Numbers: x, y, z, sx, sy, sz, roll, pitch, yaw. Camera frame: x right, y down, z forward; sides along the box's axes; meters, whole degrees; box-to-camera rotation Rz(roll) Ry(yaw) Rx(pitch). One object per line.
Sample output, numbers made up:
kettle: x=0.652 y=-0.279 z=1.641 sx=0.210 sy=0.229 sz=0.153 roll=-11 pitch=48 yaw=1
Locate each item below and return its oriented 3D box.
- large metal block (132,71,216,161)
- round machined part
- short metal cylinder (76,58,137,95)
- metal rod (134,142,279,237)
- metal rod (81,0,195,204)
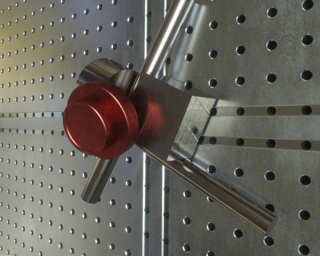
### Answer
large metal block: x=0.009 y=-0.016 z=0.380 sx=0.080 sy=0.050 sz=0.079 roll=32 pitch=110 yaw=35
round machined part: x=-0.078 y=-0.005 z=0.375 sx=0.098 sy=0.042 sz=0.097 roll=13 pitch=116 yaw=28
short metal cylinder: x=-0.067 y=-0.050 z=0.426 sx=0.050 sy=0.081 sz=0.079 roll=31 pitch=109 yaw=35
metal rod: x=0.008 y=0.036 z=0.400 sx=0.300 sy=0.025 sz=0.025 roll=31 pitch=109 yaw=35
metal rod: x=-0.035 y=-0.031 z=0.410 sx=0.025 sy=0.025 sz=0.298 roll=34 pitch=104 yaw=34
